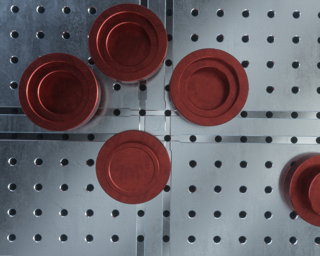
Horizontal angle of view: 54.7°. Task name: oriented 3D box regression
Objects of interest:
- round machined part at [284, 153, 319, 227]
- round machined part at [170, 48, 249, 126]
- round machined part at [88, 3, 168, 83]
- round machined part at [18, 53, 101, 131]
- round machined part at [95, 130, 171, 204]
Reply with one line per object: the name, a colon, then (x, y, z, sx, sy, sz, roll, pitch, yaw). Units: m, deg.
round machined part: (0.220, 0.083, 0.408, 0.099, 0.042, 0.097, 0, 90, -1)
round machined part: (0.062, -0.051, 0.406, 0.099, 0.042, 0.097, 0, 90, -1)
round machined part: (-0.040, -0.107, 0.404, 0.099, 0.042, 0.097, 0, 90, -1)
round machined part: (-0.126, -0.045, 0.403, 0.099, 0.042, 0.097, 0, 90, -1)
round machined part: (-0.035, 0.051, 0.405, 0.099, 0.042, 0.097, 0, 90, -1)
